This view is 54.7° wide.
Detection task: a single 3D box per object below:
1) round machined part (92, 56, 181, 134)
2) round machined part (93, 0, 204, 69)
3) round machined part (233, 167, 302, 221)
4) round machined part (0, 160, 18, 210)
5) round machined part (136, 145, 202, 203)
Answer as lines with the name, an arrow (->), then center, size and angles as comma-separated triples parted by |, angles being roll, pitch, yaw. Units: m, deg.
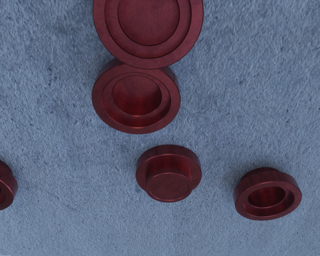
round machined part -> -0.026, -0.042, 0.360 | 0.099, 0.042, 0.097 | 0, 130, 0
round machined part -> -0.010, -0.108, 0.293 | 0.099, 0.042, 0.097 | 0, 115, 1
round machined part -> 0.163, 0.099, 0.481 | 0.099, 0.042, 0.097 | 0, 130, 0
round machined part -> -0.262, 0.079, 0.460 | 0.099, 0.042, 0.097 | 0, 130, 0
round machined part -> 0.013, 0.074, 0.459 | 0.099, 0.042, 0.097 | 0, 130, 0
